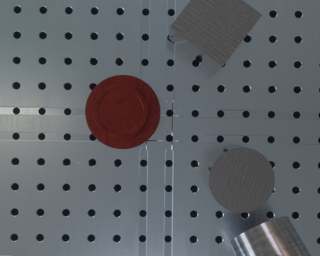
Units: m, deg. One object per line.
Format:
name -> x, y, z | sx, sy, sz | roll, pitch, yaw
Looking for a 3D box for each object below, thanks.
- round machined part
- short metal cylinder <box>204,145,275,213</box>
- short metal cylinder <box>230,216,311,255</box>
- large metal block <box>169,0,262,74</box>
round machined part -> -0.049, -0.021, 0.404 | 0.099, 0.042, 0.097 | 0, 90, 0
short metal cylinder -> 0.100, 0.063, 0.401 | 0.081, 0.050, 0.080 | 0, 90, 0
short metal cylinder -> 0.134, 0.150, 0.380 | 0.080, 0.080, 0.050 | -23, 58, 0
large metal block -> 0.068, -0.130, 0.401 | 0.080, 0.050, 0.080 | 37, 90, 0
